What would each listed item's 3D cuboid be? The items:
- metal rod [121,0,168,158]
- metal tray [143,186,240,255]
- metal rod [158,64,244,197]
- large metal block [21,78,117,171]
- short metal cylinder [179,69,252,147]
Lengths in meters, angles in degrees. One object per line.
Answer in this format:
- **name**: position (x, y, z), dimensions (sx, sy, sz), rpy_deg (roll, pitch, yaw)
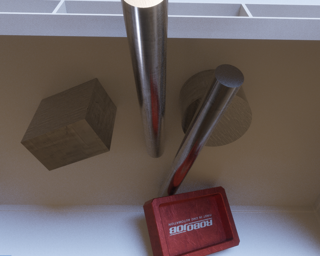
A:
- **metal rod**: position (-0.007, -0.020, 0.298), dimensions (0.025, 0.025, 0.299), rpy_deg (-1, 160, 0)
- **metal tray**: position (0.048, 0.141, 0.455), dimensions (0.131, 0.090, 0.030), rpy_deg (-3, 159, -29)
- **metal rod**: position (0.033, 0.034, 0.379), dimensions (0.025, 0.025, 0.298), rpy_deg (7, 148, -7)
- **large metal block**: position (-0.103, -0.005, 0.367), dimensions (0.080, 0.080, 0.050), rpy_deg (-19, 128, 15)
- **short metal cylinder**: position (0.065, -0.023, 0.374), dimensions (0.081, 0.050, 0.079), rpy_deg (0, 130, 0)
